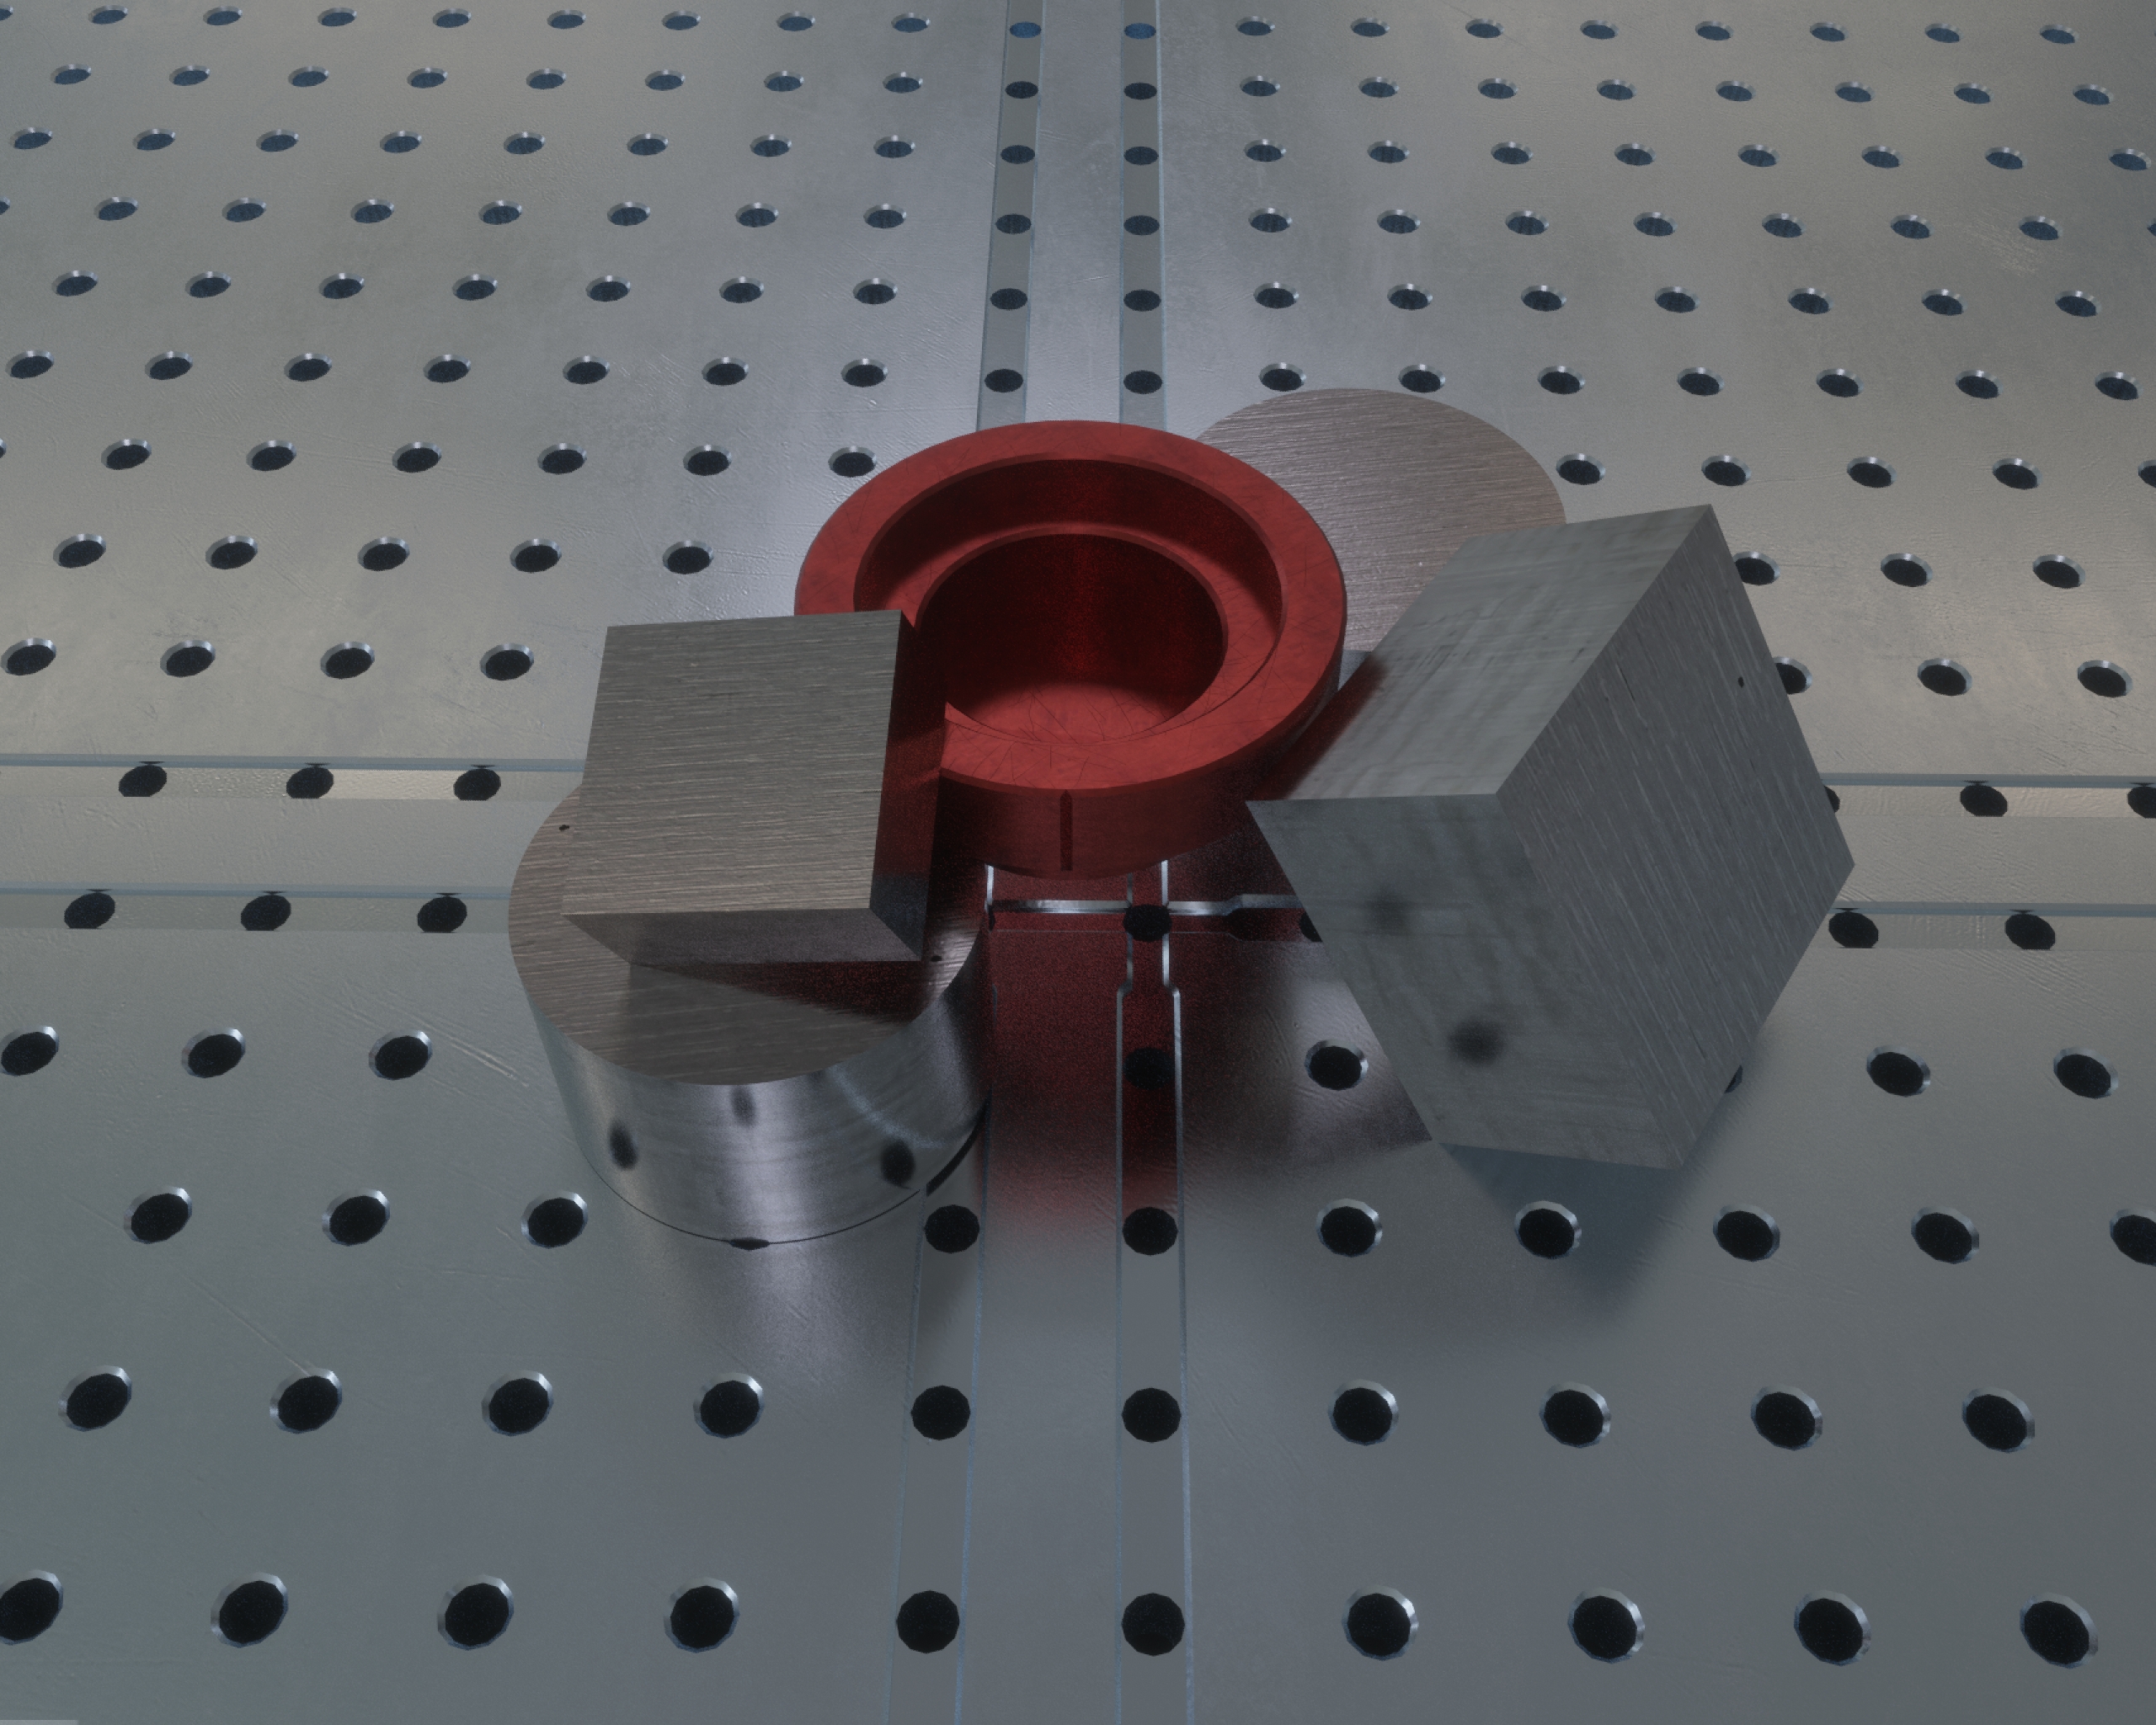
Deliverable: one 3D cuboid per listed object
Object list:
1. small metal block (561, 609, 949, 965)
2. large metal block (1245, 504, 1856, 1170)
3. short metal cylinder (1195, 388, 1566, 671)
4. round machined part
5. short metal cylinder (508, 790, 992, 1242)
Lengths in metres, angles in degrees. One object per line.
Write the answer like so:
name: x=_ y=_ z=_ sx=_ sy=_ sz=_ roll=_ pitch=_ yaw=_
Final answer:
small metal block: x=-0.051 y=-0.011 z=0.335 sx=0.050 sy=0.025 sz=0.050 roll=-2 pitch=68 yaw=14
large metal block: x=0.086 y=-0.005 z=0.368 sx=0.050 sy=0.080 sz=0.080 roll=0 pitch=39 yaw=47
short metal cylinder: x=0.057 y=-0.054 z=0.437 sx=0.081 sy=0.050 sz=0.080 roll=0 pitch=50 yaw=0
round machined part: x=-0.001 y=-0.035 z=0.388 sx=0.099 sy=0.042 sz=0.098 roll=0 pitch=50 yaw=0
short metal cylinder: x=-0.056 y=0.020 z=0.373 sx=0.081 sy=0.050 sz=0.080 roll=0 pitch=50 yaw=0
